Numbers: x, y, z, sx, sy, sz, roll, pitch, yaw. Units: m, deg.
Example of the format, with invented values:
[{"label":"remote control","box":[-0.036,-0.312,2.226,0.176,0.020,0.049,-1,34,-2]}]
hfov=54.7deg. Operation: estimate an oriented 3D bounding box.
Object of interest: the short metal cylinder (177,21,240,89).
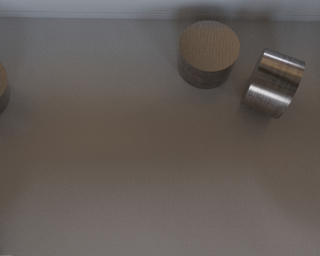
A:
[{"label":"short metal cylinder","box":[0.066,-0.101,0.434,0.081,0.050,0.080,0,70,0]}]

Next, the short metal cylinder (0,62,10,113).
[{"label":"short metal cylinder","box":[-0.241,-0.054,0.401,0.081,0.050,0.080,7,70,-20]}]

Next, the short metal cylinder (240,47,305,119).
[{"label":"short metal cylinder","box":[0.144,-0.057,0.402,0.050,0.080,0.080,23,72,8]}]
